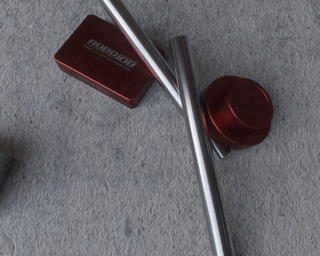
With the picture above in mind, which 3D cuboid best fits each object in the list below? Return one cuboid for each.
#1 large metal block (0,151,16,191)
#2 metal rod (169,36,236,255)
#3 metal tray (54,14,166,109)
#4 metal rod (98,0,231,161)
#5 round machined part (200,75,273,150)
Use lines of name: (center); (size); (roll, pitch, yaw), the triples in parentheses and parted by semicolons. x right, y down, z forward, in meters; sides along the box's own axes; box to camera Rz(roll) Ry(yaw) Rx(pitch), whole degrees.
large metal block: (-0.238, 0.058, 0.371); (0.080, 0.050, 0.080); (17, 71, 5)
metal rod: (0.051, 0.035, 0.366); (0.025, 0.025, 0.298); (-10, 82, -4)
metal tray: (-0.069, -0.096, 0.440); (0.130, 0.030, 0.090); (29, 72, 10)
metal rod: (-0.006, -0.086, 0.406); (0.025, 0.025, 0.299); (-35, 86, -12)
round machined part: (0.102, -0.024, 0.391); (0.099, 0.042, 0.098); (9, 66, -21)
